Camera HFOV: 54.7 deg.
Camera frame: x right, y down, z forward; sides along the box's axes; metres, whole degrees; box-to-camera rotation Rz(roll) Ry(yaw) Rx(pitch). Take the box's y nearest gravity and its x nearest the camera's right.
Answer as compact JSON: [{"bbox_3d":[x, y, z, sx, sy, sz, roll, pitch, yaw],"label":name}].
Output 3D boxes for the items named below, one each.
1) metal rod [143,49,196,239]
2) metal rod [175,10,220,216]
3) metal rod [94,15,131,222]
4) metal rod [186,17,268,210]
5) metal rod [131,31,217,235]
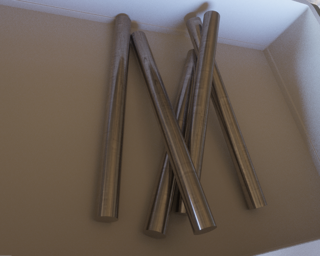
[{"bbox_3d":[0.026,-0.003,0.420,0.025,0.025,0.300,25,53,-13],"label":"metal rod"},{"bbox_3d":[0.055,-0.035,0.418,0.025,0.025,0.299,18,66,-18],"label":"metal rod"},{"bbox_3d":[-0.056,-0.034,0.396,0.025,0.025,0.299,13,56,-21],"label":"metal rod"},{"bbox_3d":[0.092,-0.032,0.454,0.025,0.025,0.299,-5,71,-31],"label":"metal rod"},{"bbox_3d":[0.006,-0.017,0.394,0.025,0.025,0.299,1,54,-28],"label":"metal rod"}]
